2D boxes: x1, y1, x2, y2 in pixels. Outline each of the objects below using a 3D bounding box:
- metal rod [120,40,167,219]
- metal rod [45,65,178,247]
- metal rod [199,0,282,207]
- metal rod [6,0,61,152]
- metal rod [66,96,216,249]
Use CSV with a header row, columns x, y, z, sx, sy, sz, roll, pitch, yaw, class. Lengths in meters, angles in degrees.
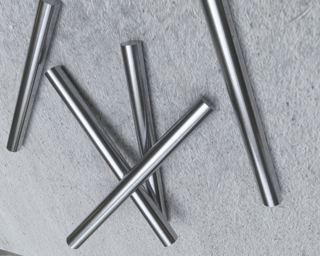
x,y,z,sx,sy,sz,roll,pitch,yaw,class
-0.017,0.030,0.432,0.025,0.025,0.298,6,121,24,metal rod
-0.067,0.043,0.445,0.025,0.025,0.299,-31,95,37,metal rod
0.087,-0.039,0.336,0.025,0.025,0.299,-9,114,32,metal rod
-0.200,-0.061,0.471,0.025,0.025,0.298,37,129,3,metal rod
-0.038,0.072,0.417,0.025,0.025,0.299,42,112,-1,metal rod
